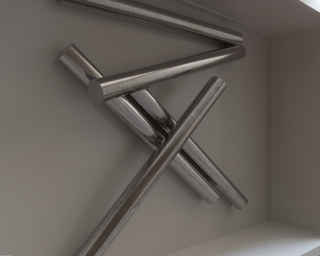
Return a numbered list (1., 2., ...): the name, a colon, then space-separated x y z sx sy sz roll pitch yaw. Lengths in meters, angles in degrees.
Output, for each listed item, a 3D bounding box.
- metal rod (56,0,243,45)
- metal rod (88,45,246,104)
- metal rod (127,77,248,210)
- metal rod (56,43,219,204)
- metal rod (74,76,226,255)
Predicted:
1. metal rod: 0.012 -0.144 0.417 0.302 0.025 0.025 -1 91 -40
2. metal rod: 0.034 -0.082 0.416 0.302 0.025 0.025 -25 106 -44
3. metal rod: 0.047 0.034 0.448 0.300 0.025 0.025 46 62 -31
4. metal rod: -0.010 0.013 0.399 0.300 0.025 0.025 46 62 -31
5. metal rod: -0.009 0.051 0.374 0.300 0.025 0.025 -52 121 -18
